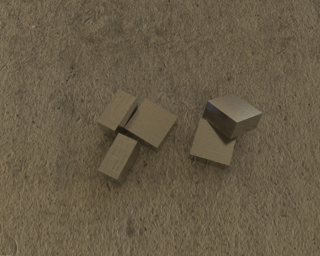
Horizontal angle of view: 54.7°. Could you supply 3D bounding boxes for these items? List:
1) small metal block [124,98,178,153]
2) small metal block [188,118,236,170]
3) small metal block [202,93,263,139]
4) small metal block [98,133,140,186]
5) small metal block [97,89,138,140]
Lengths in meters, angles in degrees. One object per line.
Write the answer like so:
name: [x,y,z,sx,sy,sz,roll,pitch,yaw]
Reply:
small metal block: [-0.011,-0.003,0.409,0.050,0.025,0.050,31,73,10]
small metal block: [0.068,0.021,0.401,0.050,0.025,0.050,16,71,6]
small metal block: [0.092,-0.017,0.396,0.050,0.025,0.050,-18,45,-35]
small metal block: [-0.048,0.040,0.380,0.025,0.050,0.050,24,72,8]
small metal block: [-0.052,-0.014,0.399,0.025,0.050,0.050,28,73,10]
